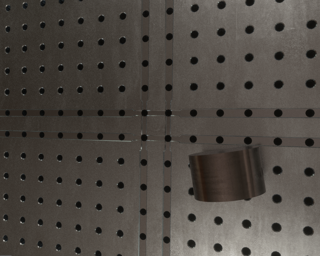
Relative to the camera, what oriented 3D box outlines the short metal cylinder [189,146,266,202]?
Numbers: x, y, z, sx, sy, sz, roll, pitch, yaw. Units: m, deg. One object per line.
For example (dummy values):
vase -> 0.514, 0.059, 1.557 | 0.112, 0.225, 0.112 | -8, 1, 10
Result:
short metal cylinder -> 0.076, 0.051, 0.356 | 0.080, 0.080, 0.050 | -9, 87, 19
